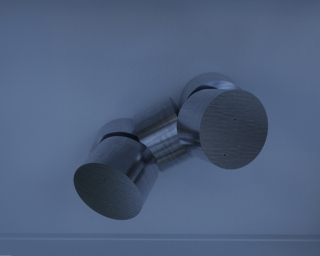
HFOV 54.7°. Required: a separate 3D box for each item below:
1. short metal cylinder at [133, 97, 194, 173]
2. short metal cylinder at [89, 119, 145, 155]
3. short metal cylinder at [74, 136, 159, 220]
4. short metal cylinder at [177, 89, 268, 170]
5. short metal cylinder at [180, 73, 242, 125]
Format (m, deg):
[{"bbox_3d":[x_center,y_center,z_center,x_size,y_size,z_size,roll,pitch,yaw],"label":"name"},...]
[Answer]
[{"bbox_3d":[0.009,0.008,0.383,0.050,0.080,0.080,-28,108,9],"label":"short metal cylinder"},{"bbox_3d":[-0.049,0.033,0.408,0.081,0.050,0.079,0,110,-1],"label":"short metal cylinder"},{"bbox_3d":[-0.048,0.056,0.348,0.080,0.050,0.079,11,125,16],"label":"short metal cylinder"},{"bbox_3d":[0.065,-0.001,0.327,0.081,0.050,0.079,-3,98,-22],"label":"short metal cylinder"},{"bbox_3d":[0.067,-0.025,0.388,0.081,0.050,0.079,0,110,-1],"label":"short metal cylinder"}]
